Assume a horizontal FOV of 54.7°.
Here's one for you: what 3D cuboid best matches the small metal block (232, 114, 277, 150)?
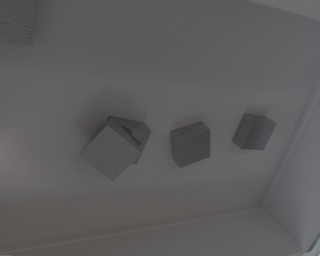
[{"bbox_3d":[0.150,0.007,0.495,0.050,0.025,0.050,5,116,-31],"label":"small metal block"}]

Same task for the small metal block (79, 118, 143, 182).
[{"bbox_3d":[-0.056,0.025,0.359,0.050,0.025,0.050,41,104,-15],"label":"small metal block"}]

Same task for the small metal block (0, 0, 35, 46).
[{"bbox_3d":[-0.138,-0.102,0.270,0.050,0.025,0.050,-1,119,-28],"label":"small metal block"}]

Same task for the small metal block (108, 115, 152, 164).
[{"bbox_3d":[-0.046,0.016,0.393,0.050,0.025,0.050,12,112,-34],"label":"small metal block"}]

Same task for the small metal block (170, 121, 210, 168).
[{"bbox_3d":[0.044,0.024,0.447,0.050,0.025,0.050,-18,126,-18],"label":"small metal block"}]
